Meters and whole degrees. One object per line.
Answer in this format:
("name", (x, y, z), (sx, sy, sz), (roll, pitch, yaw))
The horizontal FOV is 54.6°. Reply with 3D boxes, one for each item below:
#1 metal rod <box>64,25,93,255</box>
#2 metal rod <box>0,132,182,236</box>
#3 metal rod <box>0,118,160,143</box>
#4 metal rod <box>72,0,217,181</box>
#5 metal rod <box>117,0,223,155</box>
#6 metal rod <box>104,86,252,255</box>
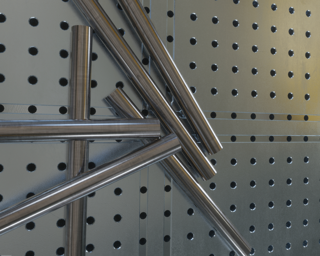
("metal rod", (-0.099, 0.028, 0.375), (0.025, 0.025, 0.298), (2, 89, -20))
("metal rod", (-0.115, 0.077, 0.346), (0.302, 0.025, 0.025), (-24, 98, -10))
("metal rod", (-0.150, 0.003, 0.337), (0.302, 0.025, 0.025), (-1, 91, -13))
("metal rod", (-0.017, -0.052, 0.406), (0.025, 0.025, 0.300), (-39, 103, -16))
("metal rod", (0.002, -0.094, 0.412), (0.025, 0.025, 0.299), (-35, 101, -17))
("metal rod", (0.032, 0.068, 0.424), (0.025, 0.025, 0.300), (-43, 104, -15))
